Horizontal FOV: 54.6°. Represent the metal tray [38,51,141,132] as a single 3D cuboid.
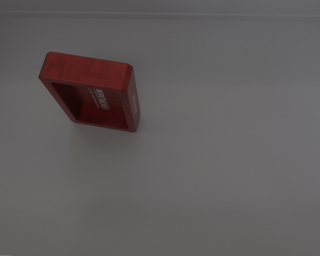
[{"bbox_3d":[-0.074,-0.036,0.367,0.090,0.130,0.030,9,71,3],"label":"metal tray"}]
